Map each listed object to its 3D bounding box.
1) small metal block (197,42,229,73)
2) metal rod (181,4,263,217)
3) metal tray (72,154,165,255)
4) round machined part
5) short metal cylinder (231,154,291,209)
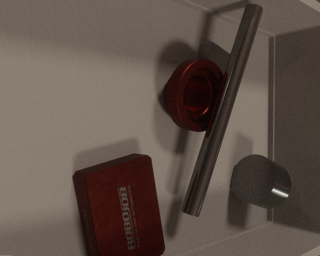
[{"bbox_3d":[0.083,-0.097,0.478,0.050,0.025,0.050,20,77,-39],"label":"small metal block"},{"bbox_3d":[0.086,-0.028,0.424,0.025,0.025,0.299,23,83,-38],"label":"metal rod"},{"bbox_3d":[-0.045,0.104,0.368,0.091,0.030,0.129,-15,99,-39],"label":"metal tray"},{"bbox_3d":[0.045,-0.046,0.429,0.099,0.042,0.097,-9,104,-39],"label":"round machined part"},{"bbox_3d":[0.167,0.089,0.514,0.050,0.080,0.080,25,74,-38],"label":"short metal cylinder"}]
